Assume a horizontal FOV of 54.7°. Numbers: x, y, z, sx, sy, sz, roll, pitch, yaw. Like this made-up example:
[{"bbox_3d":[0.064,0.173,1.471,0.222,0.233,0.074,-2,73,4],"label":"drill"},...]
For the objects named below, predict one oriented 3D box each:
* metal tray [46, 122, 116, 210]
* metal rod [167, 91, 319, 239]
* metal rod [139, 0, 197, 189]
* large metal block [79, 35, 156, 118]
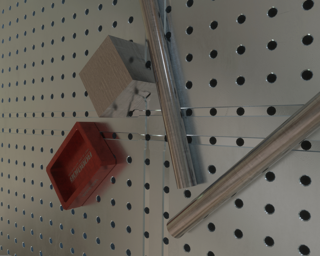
[{"bbox_3d":[-0.135,0.063,0.514,0.129,0.030,0.090,-49,61,28],"label":"metal tray"},{"bbox_3d":[0.106,0.030,0.320,0.299,0.025,0.025,-48,62,29],"label":"metal rod"},{"bbox_3d":[0.004,-0.072,0.403,0.025,0.025,0.298,-19,78,38],"label":"metal rod"},{"bbox_3d":[-0.061,-0.070,0.441,0.080,0.050,0.080,-42,65,31],"label":"large metal block"}]
